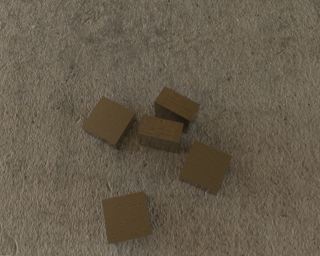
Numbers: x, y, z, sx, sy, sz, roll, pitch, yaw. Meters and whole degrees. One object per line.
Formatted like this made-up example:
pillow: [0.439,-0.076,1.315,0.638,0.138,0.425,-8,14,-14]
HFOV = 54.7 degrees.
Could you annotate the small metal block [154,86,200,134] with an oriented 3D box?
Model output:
small metal block: [0.021,-0.022,0.403,0.050,0.050,0.025,29,73,10]

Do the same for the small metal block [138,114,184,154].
small metal block: [0.001,0.009,0.392,0.050,0.050,0.025,13,71,4]

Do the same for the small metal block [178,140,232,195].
small metal block: [0.056,0.050,0.390,0.050,0.025,0.050,23,72,8]

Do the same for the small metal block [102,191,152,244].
small metal block: [-0.039,0.107,0.369,0.050,0.025,0.050,-11,70,-4]

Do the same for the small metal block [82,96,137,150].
small metal block: [-0.066,-0.007,0.410,0.050,0.025,0.050,27,72,9]
